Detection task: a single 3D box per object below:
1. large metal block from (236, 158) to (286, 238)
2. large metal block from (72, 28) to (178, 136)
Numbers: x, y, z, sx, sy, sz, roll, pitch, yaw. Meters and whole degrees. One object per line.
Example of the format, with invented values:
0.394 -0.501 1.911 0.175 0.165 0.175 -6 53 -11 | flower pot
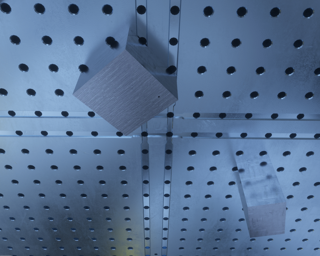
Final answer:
0.150 0.105 0.466 0.050 0.080 0.080 -10 130 8 | large metal block
-0.037 -0.049 0.353 0.080 0.050 0.080 -34 123 25 | large metal block
